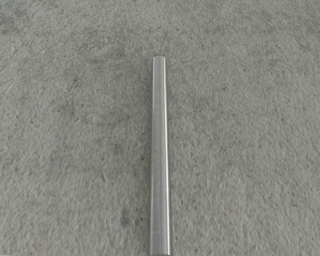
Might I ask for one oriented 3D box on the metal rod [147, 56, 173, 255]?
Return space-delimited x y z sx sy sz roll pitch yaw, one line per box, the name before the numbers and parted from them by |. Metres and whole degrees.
metal rod | 0.000 0.010 0.394 0.025 0.025 0.300 0 50 0
